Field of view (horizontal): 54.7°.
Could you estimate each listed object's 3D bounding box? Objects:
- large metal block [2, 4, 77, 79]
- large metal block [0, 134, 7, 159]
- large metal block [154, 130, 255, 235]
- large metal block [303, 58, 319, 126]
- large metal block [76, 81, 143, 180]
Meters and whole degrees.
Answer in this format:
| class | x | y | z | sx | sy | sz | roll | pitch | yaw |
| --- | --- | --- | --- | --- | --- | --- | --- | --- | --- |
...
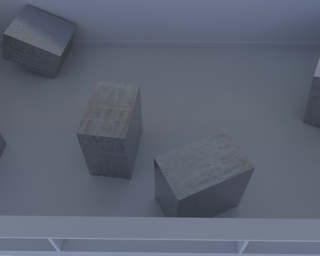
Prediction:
| class | x | y | z | sx | sy | sz | roll | pitch | yaw |
| --- | --- | --- | --- | --- | --- | --- | --- | --- | --- |
| large metal block | -0.186 | -0.134 | 0.482 | 0.080 | 0.050 | 0.080 | 21 | 49 | -14 |
| large metal block | -0.226 | 0.025 | 0.347 | 0.050 | 0.080 | 0.080 | 1 | 50 | 1 |
| large metal block | 0.041 | 0.057 | 0.321 | 0.081 | 0.080 | 0.050 | -20 | 53 | -16 |
| large metal block | 0.232 | -0.056 | 0.413 | 0.050 | 0.080 | 0.080 | 16 | 51 | 26 |
| large metal block | -0.054 | 0.003 | 0.366 | 0.050 | 0.080 | 0.080 | 6 | 50 | 5 |
